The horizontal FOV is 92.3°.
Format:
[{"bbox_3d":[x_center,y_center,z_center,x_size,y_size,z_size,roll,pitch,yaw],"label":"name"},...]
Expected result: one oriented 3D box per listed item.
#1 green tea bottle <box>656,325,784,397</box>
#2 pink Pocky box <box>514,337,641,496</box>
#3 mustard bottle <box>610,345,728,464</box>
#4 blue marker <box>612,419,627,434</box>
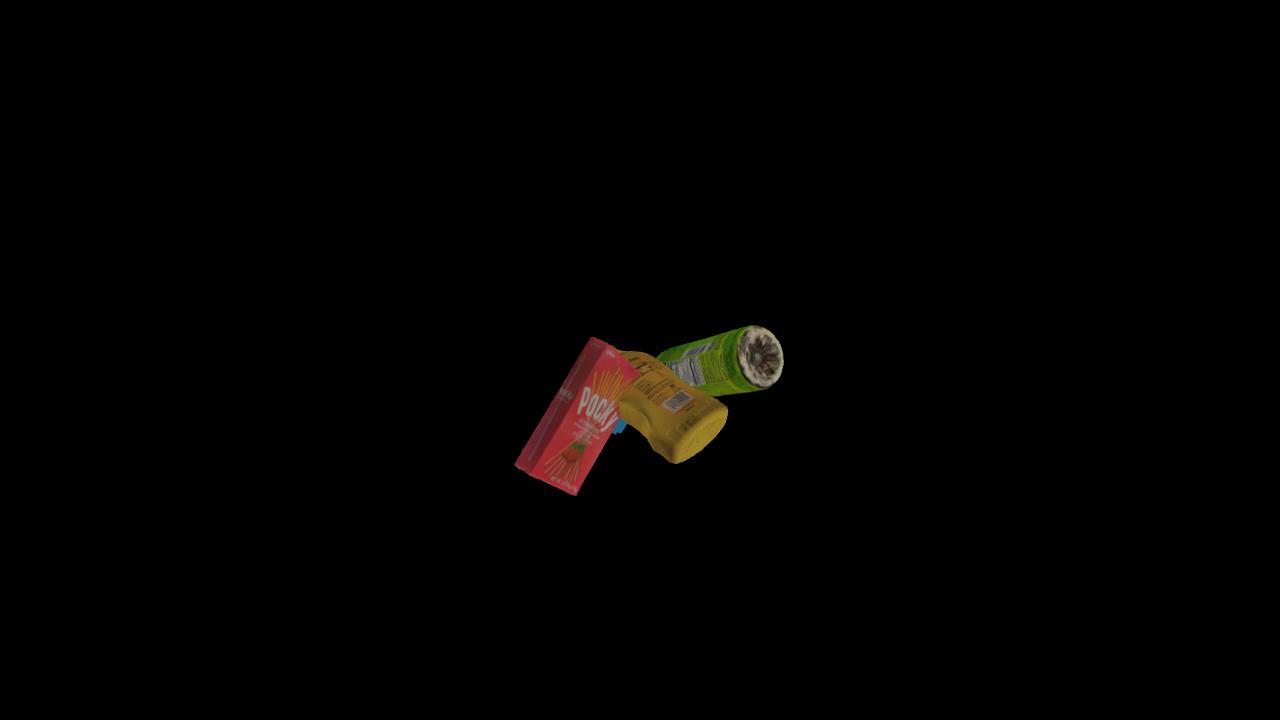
[{"bbox_3d":[0.067,0.011,0.715,0.073,0.073,0.212,0,-7,-35],"label":"green tea bottle"},{"bbox_3d":[-0.060,0.061,0.650,0.029,0.155,0.084,22,-13,37],"label":"pink Pocky box"},{"bbox_3d":[0.004,0.034,0.696,0.092,0.054,0.184,-36,56,-28],"label":"mustard bottle"},{"bbox_3d":[0.001,0.043,0.766,0.020,0.121,0.020,32,-21,14],"label":"blue marker"}]
